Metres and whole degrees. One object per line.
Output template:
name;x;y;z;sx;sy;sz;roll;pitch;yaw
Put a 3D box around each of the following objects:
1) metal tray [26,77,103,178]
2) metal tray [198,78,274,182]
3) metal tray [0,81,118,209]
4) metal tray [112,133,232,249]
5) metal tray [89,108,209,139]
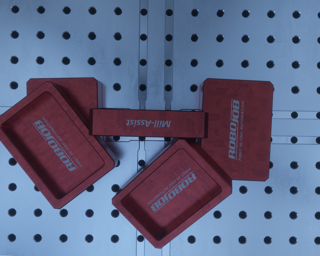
metal tray;-0.124;0.000;0.409;0.091;0.030;0.129;-1;91;0
metal tray;0.098;0.002;0.411;0.091;0.030;0.129;3;90;-1
metal tray;-0.126;0.020;0.377;0.090;0.030;0.130;-38;91;-1
metal tray;0.014;0.081;0.392;0.130;0.030;0.090;-43;91;17
metal tray;-0.012;-0.005;0.380;0.131;0.090;0.030;2;90;-1
